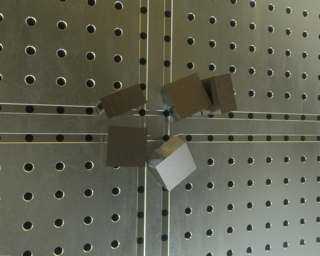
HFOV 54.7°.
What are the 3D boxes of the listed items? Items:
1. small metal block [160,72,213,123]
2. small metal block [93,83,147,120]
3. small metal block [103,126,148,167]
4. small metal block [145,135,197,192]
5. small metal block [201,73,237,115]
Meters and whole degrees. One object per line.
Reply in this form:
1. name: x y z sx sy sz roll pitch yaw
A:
1. small metal block: 0.035 -0.041 0.422 0.050 0.025 0.050 -25 88 -18
2. small metal block: -0.050 -0.031 0.381 0.050 0.050 0.025 -25 99 -19
3. small metal block: -0.045 0.023 0.397 0.050 0.025 0.050 4 89 -20
4. small metal block: 0.016 0.047 0.410 0.050 0.025 0.050 -38 127 -16
5. small metal block: 0.078 -0.045 0.429 0.025 0.050 0.050 -14 95 -20
